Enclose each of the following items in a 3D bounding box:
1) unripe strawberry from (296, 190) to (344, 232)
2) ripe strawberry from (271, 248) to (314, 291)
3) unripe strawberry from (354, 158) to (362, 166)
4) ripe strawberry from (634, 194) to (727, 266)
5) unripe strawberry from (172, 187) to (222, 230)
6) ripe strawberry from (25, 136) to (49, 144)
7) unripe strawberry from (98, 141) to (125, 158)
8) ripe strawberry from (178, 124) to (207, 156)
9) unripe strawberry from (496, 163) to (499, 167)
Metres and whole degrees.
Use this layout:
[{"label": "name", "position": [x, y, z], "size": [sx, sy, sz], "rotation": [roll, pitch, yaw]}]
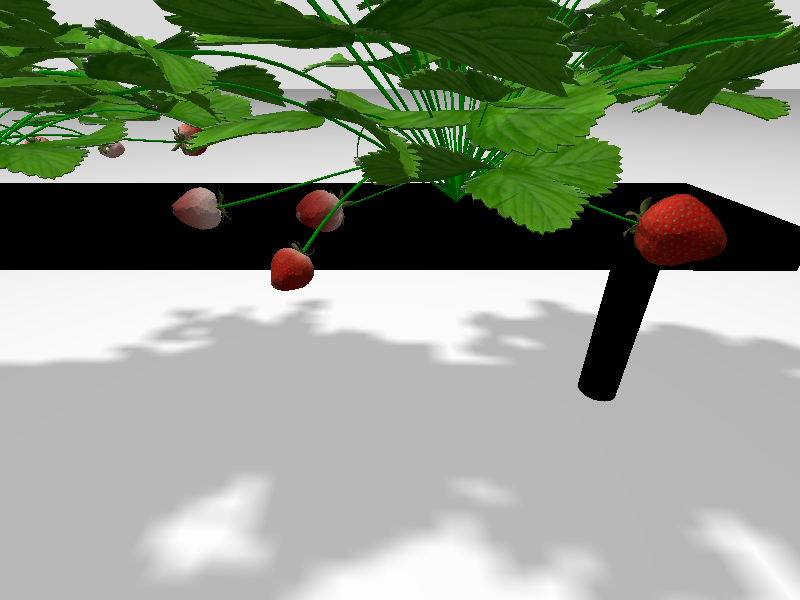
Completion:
[{"label": "unripe strawberry", "position": [-0.056, -0.060, 0.274], "size": [0.029, 0.029, 0.032], "rotation": [-21, 36, -32]}, {"label": "ripe strawberry", "position": [-0.056, -0.015, 0.203], "size": [0.023, 0.023, 0.019], "rotation": [17, -31, 28]}, {"label": "unripe strawberry", "position": [-0.047, -0.155, 0.448], "size": [0.009, 0.010, 0.010], "rotation": [-22, 36, -34]}, {"label": "ripe strawberry", "position": [0.160, -0.038, 0.226], "size": [0.039, 0.041, 0.042], "rotation": [-22, 37, -33]}, {"label": "unripe strawberry", "position": [-0.144, -0.064, 0.284], "size": [0.030, 0.030, 0.028], "rotation": [-11, 31, -17]}, {"label": "ripe strawberry", "position": [-0.464, -0.195, 0.518], "size": [0.029, 0.030, 0.031], "rotation": [-9, -2, -16]}, {"label": "unripe strawberry", "position": [-0.376, -0.199, 0.524], "size": [0.029, 0.026, 0.026], "rotation": [3, 9, 6]}, {"label": "ripe strawberry", "position": [-0.275, -0.216, 0.538], "size": [0.037, 0.042, 0.040], "rotation": [15, 32, 25]}, {"label": "unripe strawberry", "position": [0.104, -0.148, 0.443], "size": [0.011, 0.011, 0.011], "rotation": [14, 32, 23]}]
